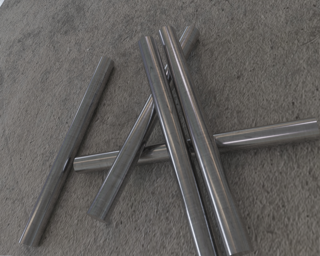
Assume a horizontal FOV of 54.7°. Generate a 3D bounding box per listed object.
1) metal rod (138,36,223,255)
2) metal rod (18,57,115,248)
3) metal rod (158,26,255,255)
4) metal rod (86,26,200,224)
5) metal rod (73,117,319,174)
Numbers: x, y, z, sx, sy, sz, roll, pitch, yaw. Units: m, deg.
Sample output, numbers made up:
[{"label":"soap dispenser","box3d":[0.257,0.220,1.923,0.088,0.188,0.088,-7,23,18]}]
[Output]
[{"label":"metal rod","box3d":[0.018,0.016,0.351,0.025,0.025,0.299,-23,64,15]},{"label":"metal rod","box3d":[-0.129,0.020,0.459,0.025,0.025,0.300,4,63,30]},{"label":"metal rod","box3d":[0.040,-0.011,0.354,0.025,0.025,0.299,-23,56,14]},{"label":"metal rod","box3d":[-0.010,-0.024,0.399,0.025,0.025,0.300,8,58,31]},{"label":"metal rod","box3d":[0.025,0.026,0.374,0.300,0.025,0.025,-11,57,22]}]
